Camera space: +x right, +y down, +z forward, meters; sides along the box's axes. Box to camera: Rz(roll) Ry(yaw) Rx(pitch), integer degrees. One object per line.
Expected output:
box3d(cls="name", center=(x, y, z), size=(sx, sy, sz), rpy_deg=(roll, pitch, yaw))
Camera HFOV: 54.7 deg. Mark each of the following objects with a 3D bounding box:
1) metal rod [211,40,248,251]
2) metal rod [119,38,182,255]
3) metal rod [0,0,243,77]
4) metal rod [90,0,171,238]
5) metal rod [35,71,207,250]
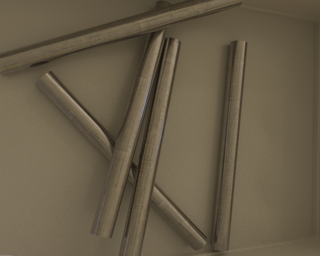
box3d(cls="metal rod", center=(0.101, 0.024, 0.449), size=(0.025, 0.025, 0.298), rpy_deg=(6, 88, -20))
box3d(cls="metal rod", center=(-0.011, 0.027, 0.385), size=(0.025, 0.025, 0.299), rpy_deg=(16, 76, -20))
box3d(cls="metal rod", center=(-0.039, -0.120, 0.373), size=(0.302, 0.025, 0.025), rpy_deg=(-20, 97, -11))
box3d(cls="metal rod", center=(-0.030, -0.021, 0.380), size=(0.025, 0.025, 0.299), rpy_deg=(19, 76, -19))
box3d(cls="metal rod", center=(-0.040, 0.051, 0.396), size=(0.025, 0.025, 0.300), rpy_deg=(-45, 104, -15))
